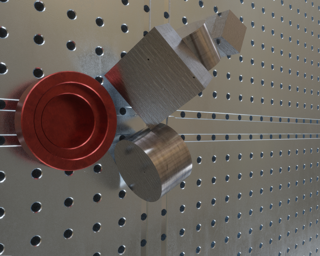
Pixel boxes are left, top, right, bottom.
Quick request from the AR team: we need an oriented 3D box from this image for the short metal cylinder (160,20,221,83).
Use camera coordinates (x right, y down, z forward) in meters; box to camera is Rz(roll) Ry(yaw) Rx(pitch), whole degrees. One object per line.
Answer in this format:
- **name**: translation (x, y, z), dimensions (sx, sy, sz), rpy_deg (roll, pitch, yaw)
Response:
- **short metal cylinder**: translation (0.032, -0.098, 0.402), dimensions (0.080, 0.080, 0.050), rpy_deg (-44, 117, -31)

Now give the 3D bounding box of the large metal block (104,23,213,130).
- **large metal block**: translation (0.000, -0.059, 0.351), dimensions (0.080, 0.080, 0.050), rpy_deg (50, 28, -6)

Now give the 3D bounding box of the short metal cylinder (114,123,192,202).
- **short metal cylinder**: translation (-0.009, 0.040, 0.368), dimensions (0.050, 0.080, 0.080), rpy_deg (-30, 109, -36)

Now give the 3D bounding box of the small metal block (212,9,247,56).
- **small metal block**: translation (0.112, -0.154, 0.506), dimensions (0.050, 0.025, 0.050), rpy_deg (28, 72, -37)

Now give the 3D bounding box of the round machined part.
- **round machined part**: translation (-0.097, -0.007, 0.318), dimensions (0.099, 0.042, 0.097), rpy_deg (0, 90, -40)
